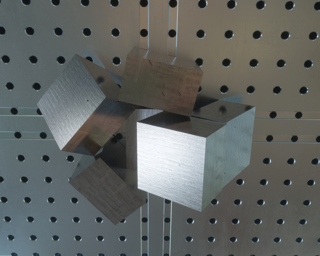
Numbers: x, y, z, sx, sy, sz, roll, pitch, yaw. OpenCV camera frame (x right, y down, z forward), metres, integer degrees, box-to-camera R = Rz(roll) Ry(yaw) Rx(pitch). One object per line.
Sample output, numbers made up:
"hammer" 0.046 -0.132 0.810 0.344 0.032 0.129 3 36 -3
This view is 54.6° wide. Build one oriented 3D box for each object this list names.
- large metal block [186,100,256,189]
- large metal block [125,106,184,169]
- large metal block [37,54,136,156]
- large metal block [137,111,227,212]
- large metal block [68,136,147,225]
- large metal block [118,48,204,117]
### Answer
"large metal block" 0.074 0.016 0.382 0.050 0.081 0.079 14 114 35
"large metal block" -0.001 0.007 0.402 0.080 0.050 0.079 1 110 -1
"large metal block" -0.089 -0.026 0.367 0.080 0.080 0.050 -47 148 15
"large metal block" 0.023 0.032 0.338 0.080 0.050 0.079 13 113 31
"large metal block" -0.062 0.063 0.405 0.050 0.080 0.080 -38 106 12
"large metal block" 0.001 -0.057 0.363 0.080 0.080 0.050 12 110 -4
